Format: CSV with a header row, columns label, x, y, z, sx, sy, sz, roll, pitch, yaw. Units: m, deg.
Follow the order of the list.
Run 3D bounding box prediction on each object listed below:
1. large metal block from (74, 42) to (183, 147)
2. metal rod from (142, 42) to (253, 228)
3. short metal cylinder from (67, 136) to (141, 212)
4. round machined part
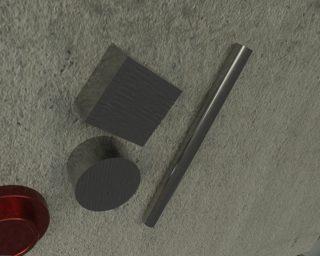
label,x,y,z,sx,sy,sz,roll,pitch,yaw
large metal block,-0.036,-0.036,0.350,0.080,0.050,0.080,27,103,-38
metal rod,0.047,0.022,0.447,0.025,0.025,0.298,14,111,-35
short metal cylinder,-0.071,0.057,0.388,0.081,0.050,0.079,-14,125,-21
round machined part,-0.184,0.120,0.370,0.099,0.042,0.097,-14,125,-21
